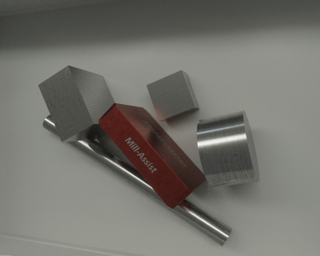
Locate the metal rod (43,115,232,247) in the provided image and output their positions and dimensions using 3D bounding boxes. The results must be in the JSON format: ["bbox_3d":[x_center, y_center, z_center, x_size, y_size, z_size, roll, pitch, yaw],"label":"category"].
[{"bbox_3d":[-0.042,0.062,0.423,0.301,0.025,0.025,30,100,17],"label":"metal rod"}]

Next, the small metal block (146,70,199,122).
[{"bbox_3d":[0.017,-0.040,0.401,0.050,0.025,0.050,-21,83,18],"label":"small metal block"}]

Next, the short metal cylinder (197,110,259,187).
[{"bbox_3d":[0.078,0.024,0.351,0.050,0.080,0.080,-12,86,20],"label":"short metal cylinder"}]

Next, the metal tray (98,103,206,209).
[{"bbox_3d":[-0.006,0.029,0.375,0.030,0.090,0.130,-45,77,14],"label":"metal tray"}]

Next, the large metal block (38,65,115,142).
[{"bbox_3d":[-0.102,-0.030,0.414,0.050,0.080,0.080,-28,81,18],"label":"large metal block"}]
